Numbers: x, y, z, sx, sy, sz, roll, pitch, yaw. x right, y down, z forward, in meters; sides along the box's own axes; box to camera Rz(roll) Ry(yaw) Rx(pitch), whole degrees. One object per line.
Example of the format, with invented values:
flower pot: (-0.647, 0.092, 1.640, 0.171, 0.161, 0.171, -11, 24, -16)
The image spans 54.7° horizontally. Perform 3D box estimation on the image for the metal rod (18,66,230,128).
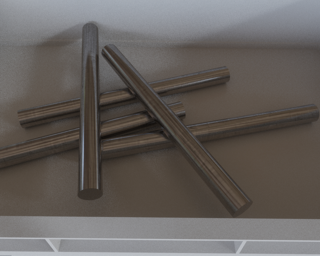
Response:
metal rod: (-0.042, -0.047, 0.444, 0.302, 0.025, 0.025, -14, 52, -12)

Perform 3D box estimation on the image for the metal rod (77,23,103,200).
metal rod: (-0.092, -0.046, 0.408, 0.025, 0.025, 0.300, -6, 50, -6)

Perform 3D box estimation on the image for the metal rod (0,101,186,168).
metal rod: (-0.112, 0.014, 0.391, 0.302, 0.025, 0.025, -15, 52, -13)

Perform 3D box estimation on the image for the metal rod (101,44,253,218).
metal rod: (0.002, -0.018, 0.386, 0.025, 0.025, 0.300, -25, 55, -20)

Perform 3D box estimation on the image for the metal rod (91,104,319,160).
metal rod: (0.063, 0.004, 0.402, 0.302, 0.025, 0.025, -10, 51, -9)
